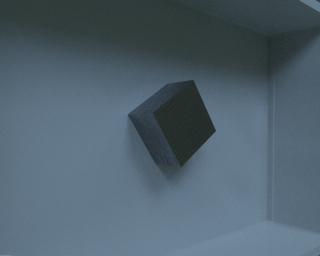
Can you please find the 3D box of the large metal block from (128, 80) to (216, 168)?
[{"bbox_3d":[0.018,-0.007,0.408,0.080,0.050,0.080,-42,116,-32],"label":"large metal block"}]
